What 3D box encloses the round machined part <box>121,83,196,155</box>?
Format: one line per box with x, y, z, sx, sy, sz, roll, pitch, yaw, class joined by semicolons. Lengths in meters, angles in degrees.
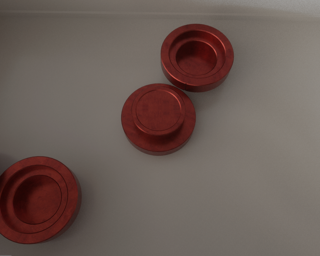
-0.002;-0.016;0.406;0.099;0.042;0.098;0;70;0;round machined part

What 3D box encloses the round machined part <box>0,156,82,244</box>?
-0.142;0.086;0.368;0.099;0.042;0.098;0;70;0;round machined part

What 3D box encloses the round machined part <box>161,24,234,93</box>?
0.050;-0.093;0.435;0.099;0.042;0.098;0;70;0;round machined part
